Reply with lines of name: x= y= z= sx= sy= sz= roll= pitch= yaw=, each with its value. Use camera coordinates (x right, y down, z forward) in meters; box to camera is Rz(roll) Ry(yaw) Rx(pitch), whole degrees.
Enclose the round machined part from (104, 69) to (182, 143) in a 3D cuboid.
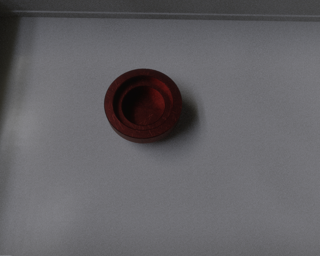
round machined part: x=-0.021 y=-0.026 z=0.410 sx=0.099 sy=0.042 sz=0.098 roll=0 pitch=70 yaw=-1
